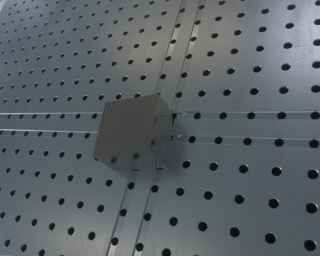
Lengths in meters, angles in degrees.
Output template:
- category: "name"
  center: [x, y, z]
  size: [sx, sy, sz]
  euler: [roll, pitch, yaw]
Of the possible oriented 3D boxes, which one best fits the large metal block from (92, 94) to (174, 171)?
- category: "large metal block"
  center: [-0.032, 0.008, 0.406]
  size: [0.080, 0.050, 0.080]
  euler: [-6, 59, 25]
